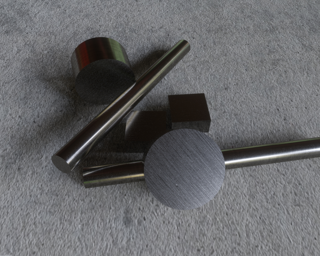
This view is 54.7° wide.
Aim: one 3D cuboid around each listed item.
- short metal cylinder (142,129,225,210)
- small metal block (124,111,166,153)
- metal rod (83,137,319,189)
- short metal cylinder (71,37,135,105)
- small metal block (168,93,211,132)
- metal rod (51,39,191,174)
[{"bbox_3d":[0.022,0.040,0.327,0.081,0.050,0.079,0,90,-6],"label":"short metal cylinder"},{"bbox_3d":[-0.017,0.005,0.399,0.050,0.025,0.050,1,50,0],"label":"small metal block"},{"bbox_3d":[0.063,0.039,0.370,0.302,0.025,0.025,-7,51,-6],"label":"metal rod"},{"bbox_3d":[-0.080,-0.078,0.433,0.081,0.080,0.050,-13,51,-10],"label":"short metal cylinder"},{"bbox_3d":[0.038,-0.020,0.420,0.050,0.025,0.050,-4,50,-3],"label":"small metal block"},{"bbox_3d":[-0.031,-0.049,0.417,0.025,0.025,0.301,22,45,18],"label":"metal rod"}]
